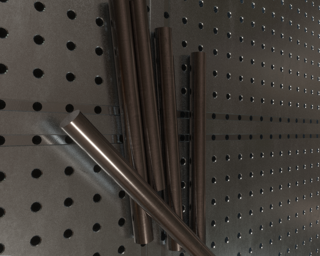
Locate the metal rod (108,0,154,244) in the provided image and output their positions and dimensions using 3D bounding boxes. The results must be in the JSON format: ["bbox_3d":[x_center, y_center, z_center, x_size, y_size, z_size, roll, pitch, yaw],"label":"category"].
[{"bbox_3d":[-0.035,-0.006,0.381,0.025,0.025,0.298,-10,96,-40],"label":"metal rod"}]

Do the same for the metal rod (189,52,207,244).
[{"bbox_3d":[0.056,0.039,0.458,0.025,0.025,0.298,0,90,-40],"label":"metal rod"}]

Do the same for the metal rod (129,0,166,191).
[{"bbox_3d":[-0.020,-0.068,0.393,0.025,0.025,0.298,-10,97,-40],"label":"metal rod"}]

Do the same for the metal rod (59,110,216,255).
[{"bbox_3d":[-0.006,0.094,0.372,0.300,0.025,0.025,51,60,-28],"label":"metal rod"}]

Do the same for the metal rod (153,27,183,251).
[{"bbox_3d":[0.013,0.017,0.421,0.025,0.025,0.298,-6,94,-40],"label":"metal rod"}]
